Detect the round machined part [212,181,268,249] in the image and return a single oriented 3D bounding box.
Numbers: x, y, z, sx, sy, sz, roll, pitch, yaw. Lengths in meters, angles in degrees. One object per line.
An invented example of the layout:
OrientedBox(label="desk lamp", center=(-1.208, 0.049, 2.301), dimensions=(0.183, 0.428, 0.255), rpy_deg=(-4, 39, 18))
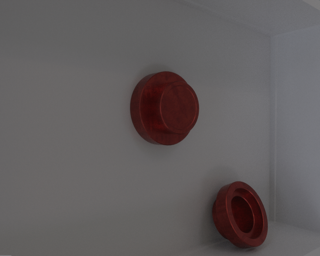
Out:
OrientedBox(label="round machined part", center=(0.120, 0.136, 0.481), dimensions=(0.099, 0.042, 0.098), rpy_deg=(23, 52, -32))

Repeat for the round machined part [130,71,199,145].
OrientedBox(label="round machined part", center=(0.013, -0.026, 0.407), dimensions=(0.099, 0.042, 0.097), rpy_deg=(0, 90, -40))
